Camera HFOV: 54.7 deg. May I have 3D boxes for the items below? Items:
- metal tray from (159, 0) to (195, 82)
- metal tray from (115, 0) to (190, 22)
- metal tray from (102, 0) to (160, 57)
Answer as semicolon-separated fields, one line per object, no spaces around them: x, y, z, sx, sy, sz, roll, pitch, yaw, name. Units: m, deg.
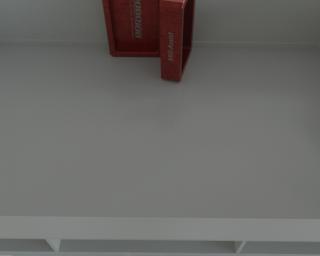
0.027;-0.145;0.459;0.030;0.129;0.090;12;51;11;metal tray
-0.015;-0.266;0.627;0.131;0.030;0.090;-24;54;-20;metal tray
-0.038;-0.171;0.480;0.091;0.129;0.030;1;50;0;metal tray
